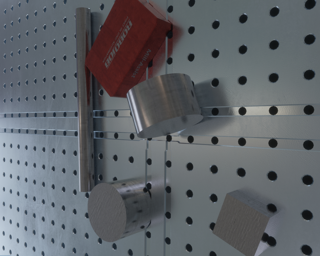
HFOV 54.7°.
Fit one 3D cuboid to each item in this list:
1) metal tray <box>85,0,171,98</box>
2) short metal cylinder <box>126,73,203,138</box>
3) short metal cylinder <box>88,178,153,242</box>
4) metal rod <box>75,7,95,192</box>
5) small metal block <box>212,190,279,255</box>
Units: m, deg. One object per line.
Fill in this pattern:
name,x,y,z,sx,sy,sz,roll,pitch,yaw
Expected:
metal tray,-0.051,-0.119,0.448,0.090,0.030,0.129,51,120,28
short metal cylinder,0.005,-0.024,0.369,0.080,0.081,0.050,-26,74,37
short metal cylinder,-0.058,0.115,0.441,0.080,0.050,0.079,0,90,40
metal rod,-0.123,-0.046,0.511,0.025,0.025,0.298,-3,88,40
small metal block,0.091,0.103,0.334,0.050,0.025,0.050,26,107,37
